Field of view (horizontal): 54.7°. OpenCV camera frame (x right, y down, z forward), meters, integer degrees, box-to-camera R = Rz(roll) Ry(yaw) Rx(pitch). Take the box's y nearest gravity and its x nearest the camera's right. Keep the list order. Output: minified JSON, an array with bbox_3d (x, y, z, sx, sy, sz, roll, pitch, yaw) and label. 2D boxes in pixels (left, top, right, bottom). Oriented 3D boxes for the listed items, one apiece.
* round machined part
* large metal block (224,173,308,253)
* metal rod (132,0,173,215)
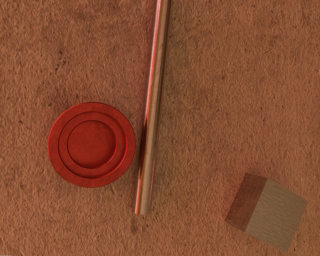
[{"bbox_3d":[-0.082,0.019,0.370,0.099,0.042,0.097,0,90,-20],"label":"round machined part"},{"bbox_3d":[0.155,0.122,0.454,0.080,0.050,0.080,30,80,-18],"label":"large metal block"},{"bbox_3d":[-0.009,-0.040,0.405,0.025,0.025,0.298,7,88,-20],"label":"metal rod"}]
